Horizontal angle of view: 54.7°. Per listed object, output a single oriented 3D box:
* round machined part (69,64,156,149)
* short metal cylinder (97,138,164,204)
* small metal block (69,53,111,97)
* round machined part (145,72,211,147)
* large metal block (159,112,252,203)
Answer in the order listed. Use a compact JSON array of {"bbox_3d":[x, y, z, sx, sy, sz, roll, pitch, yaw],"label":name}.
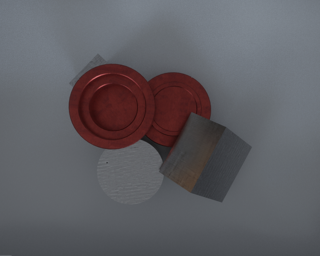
[{"bbox_3d":[-0.054,-0.025,0.371,0.099,0.042,0.097,0,90,-1],"label":"round machined part"},{"bbox_3d":[-0.035,0.052,0.397,0.081,0.050,0.079,0,90,-1],"label":"short metal cylinder"},{"bbox_3d":[-0.083,-0.063,0.396,0.025,0.050,0.050,44,90,-1],"label":"small metal block"},{"bbox_3d":[0.017,-0.024,0.400,0.099,0.042,0.097,0,90,-1],"label":"round machined part"},{"bbox_3d":[0.058,0.038,0.376,0.050,0.080,0.080,28,89,40],"label":"large metal block"}]
